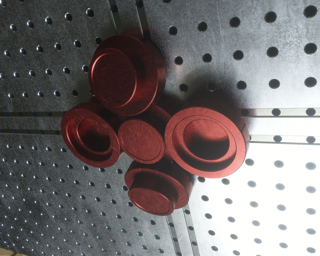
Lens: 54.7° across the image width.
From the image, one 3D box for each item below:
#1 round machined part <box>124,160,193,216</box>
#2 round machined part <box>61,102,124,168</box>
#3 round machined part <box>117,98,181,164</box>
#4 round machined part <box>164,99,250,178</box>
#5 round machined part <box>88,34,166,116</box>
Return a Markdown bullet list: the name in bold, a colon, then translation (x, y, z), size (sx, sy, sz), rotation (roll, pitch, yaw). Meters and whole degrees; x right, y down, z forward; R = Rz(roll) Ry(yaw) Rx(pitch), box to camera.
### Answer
- **round machined part**: translation (-0.006, 0.089, 0.442), size (0.098, 0.042, 0.097), rotation (15, 139, 14)
- **round machined part**: translation (-0.090, 0.006, 0.449), size (0.098, 0.042, 0.097), rotation (13, 124, 20)
- **round machined part**: translation (-0.016, 0.009, 0.411), size (0.098, 0.042, 0.097), rotation (13, 124, 20)
- **round machined part**: translation (0.059, 0.009, 0.374), size (0.098, 0.042, 0.097), rotation (13, 124, 20)
- **round machined part**: translation (-0.046, -0.062, 0.370), size (0.098, 0.042, 0.097), rotation (8, 108, 27)
